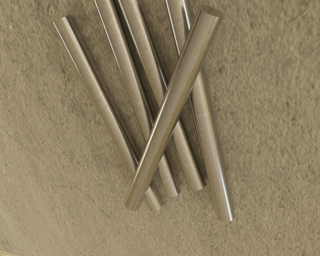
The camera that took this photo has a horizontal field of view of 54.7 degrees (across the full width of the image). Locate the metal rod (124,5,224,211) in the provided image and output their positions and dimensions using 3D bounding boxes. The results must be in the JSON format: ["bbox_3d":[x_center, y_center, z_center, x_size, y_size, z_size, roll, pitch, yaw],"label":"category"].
[{"bbox_3d":[0.003,0.003,0.372,0.025,0.025,0.298,29,128,9],"label":"metal rod"}]

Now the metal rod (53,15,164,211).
[{"bbox_3d":[-0.064,-0.007,0.434,0.025,0.025,0.299,-11,113,32],"label":"metal rod"}]

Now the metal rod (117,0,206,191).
[{"bbox_3d":[0.001,-0.051,0.373,0.025,0.025,0.298,-8,115,31],"label":"metal rod"}]

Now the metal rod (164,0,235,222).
[{"bbox_3d":[0.054,-0.008,0.372,0.025,0.025,0.298,-2,118,29],"label":"metal rod"}]

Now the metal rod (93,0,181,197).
[{"bbox_3d":[-0.025,-0.037,0.395,0.025,0.025,0.298,-5,116,30],"label":"metal rod"}]
